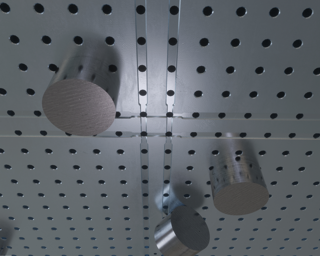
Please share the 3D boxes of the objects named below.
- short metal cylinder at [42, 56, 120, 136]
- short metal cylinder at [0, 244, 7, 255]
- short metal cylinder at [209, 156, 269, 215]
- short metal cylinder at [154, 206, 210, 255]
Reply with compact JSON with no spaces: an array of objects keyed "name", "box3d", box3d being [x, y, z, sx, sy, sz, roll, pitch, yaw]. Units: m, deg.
[{"name":"short metal cylinder","box3d":[-0.090,-0.037,0.363,0.081,0.050,0.079,0,130,0]},{"name":"short metal cylinder","box3d":[-0.358,0.267,0.619,0.081,0.050,0.079,0,130,0]},{"name":"short metal cylinder","box3d":[0.119,0.089,0.472,0.081,0.050,0.079,0,130,0]},{"name":"short metal cylinder","box3d":[0.038,0.181,0.530,0.080,0.080,0.050,26,125,-21]}]
